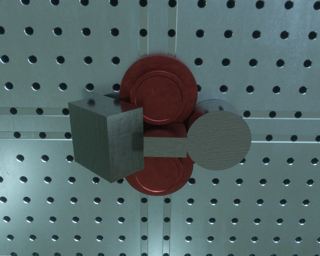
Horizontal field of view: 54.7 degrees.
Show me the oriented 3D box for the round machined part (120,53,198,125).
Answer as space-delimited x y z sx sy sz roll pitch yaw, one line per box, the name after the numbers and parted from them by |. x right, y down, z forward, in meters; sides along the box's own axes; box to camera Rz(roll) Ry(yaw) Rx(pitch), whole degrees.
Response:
-0.002 -0.042 0.389 0.099 0.042 0.097 0 110 0 | round machined part

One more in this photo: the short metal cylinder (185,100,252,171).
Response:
0.072 0.008 0.402 0.081 0.050 0.079 0 110 0 | short metal cylinder

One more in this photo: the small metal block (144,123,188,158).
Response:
0.006 0.014 0.381 0.050 0.050 0.025 1 110 -1 | small metal block

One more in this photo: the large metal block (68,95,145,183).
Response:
-0.066 0.010 0.381 0.050 0.080 0.079 -19 118 -41 | large metal block

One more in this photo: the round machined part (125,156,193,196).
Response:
-0.003 0.052 0.423 0.099 0.042 0.097 0 110 0 | round machined part
